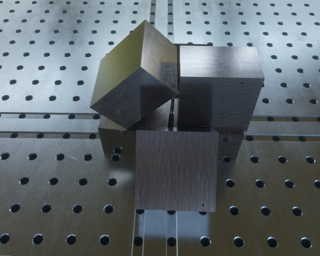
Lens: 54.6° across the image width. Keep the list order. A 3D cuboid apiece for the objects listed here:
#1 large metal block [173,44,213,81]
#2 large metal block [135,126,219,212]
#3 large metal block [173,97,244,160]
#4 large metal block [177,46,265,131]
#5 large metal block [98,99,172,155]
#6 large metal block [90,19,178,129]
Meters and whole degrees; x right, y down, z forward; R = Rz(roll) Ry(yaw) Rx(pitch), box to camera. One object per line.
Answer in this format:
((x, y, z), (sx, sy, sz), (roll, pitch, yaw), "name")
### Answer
((0.027, -0.081, 0.431), (0.080, 0.080, 0.050), (2, 89, 1), "large metal block")
((0.017, 0.041, 0.331), (0.080, 0.050, 0.080), (2, 95, 1), "large metal block")
((0.058, -0.008, 0.398), (0.080, 0.050, 0.080), (2, 50, 2), "large metal block")
((0.061, -0.042, 0.343), (0.080, 0.080, 0.050), (1, 50, 1), "large metal block")
((-0.027, -0.011, 0.401), (0.080, 0.050, 0.080), (5, 50, 4), "large metal block")
((-0.027, -0.058, 0.345), (0.080, 0.050, 0.080), (-31, 40, 33), "large metal block")
